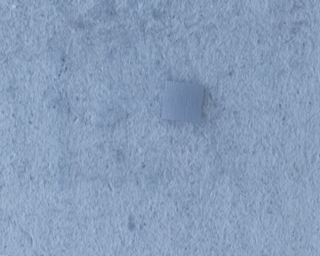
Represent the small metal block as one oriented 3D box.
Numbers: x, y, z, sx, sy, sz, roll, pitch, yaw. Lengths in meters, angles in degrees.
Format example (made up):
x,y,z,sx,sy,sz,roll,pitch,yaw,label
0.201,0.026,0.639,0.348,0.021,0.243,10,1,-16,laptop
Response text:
x,y,z,sx,sy,sz,roll,pitch,yaw,label
0.029,-0.034,0.410,0.050,0.025,0.050,6,90,-1,small metal block
